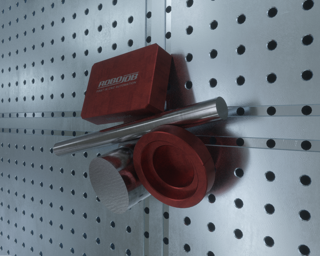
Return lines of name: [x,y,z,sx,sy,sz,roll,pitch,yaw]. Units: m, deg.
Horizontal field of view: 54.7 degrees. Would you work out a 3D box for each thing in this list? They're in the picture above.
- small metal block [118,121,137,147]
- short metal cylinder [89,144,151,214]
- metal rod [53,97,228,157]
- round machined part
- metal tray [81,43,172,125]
small metal block: [-0.030,0.015,0.443,0.050,0.025,0.050,23,104,37]
short metal cylinder: [-0.051,0.067,0.417,0.080,0.050,0.079,21,122,38]
metal rod: [-0.050,0.007,0.414,0.300,0.025,0.025,-14,82,38]
round machined part: [0.020,0.041,0.365,0.098,0.042,0.097,16,120,29]
metal tray: [-0.049,-0.056,0.426,0.130,0.030,0.090,-6,67,39]
